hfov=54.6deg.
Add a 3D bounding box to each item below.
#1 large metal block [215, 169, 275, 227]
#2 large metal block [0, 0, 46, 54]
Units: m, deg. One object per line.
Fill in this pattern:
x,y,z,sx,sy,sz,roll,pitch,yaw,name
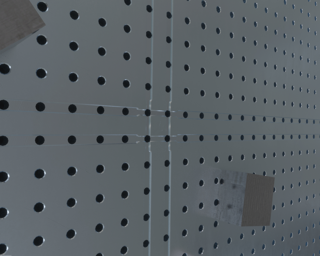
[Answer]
0.141,0.115,0.509,0.081,0.050,0.080,14,81,-39,large metal block
-0.150,-0.098,0.247,0.050,0.080,0.080,-45,117,-30,large metal block
